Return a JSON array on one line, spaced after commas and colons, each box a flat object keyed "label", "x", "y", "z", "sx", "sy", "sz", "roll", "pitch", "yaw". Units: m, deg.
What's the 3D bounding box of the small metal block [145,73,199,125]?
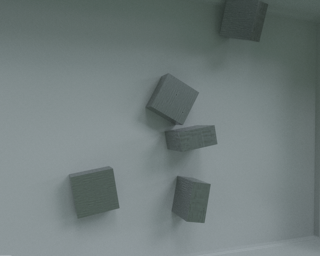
[{"label": "small metal block", "x": 0.017, "y": -0.038, "z": 0.416, "sx": 0.050, "sy": 0.025, "sz": 0.050, "roll": 30, "pitch": 80, "yaw": -18}]

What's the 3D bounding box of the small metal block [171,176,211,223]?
[{"label": "small metal block", "x": 0.040, "y": 0.094, "z": 0.412, "sx": 0.025, "sy": 0.050, "sz": 0.050, "roll": 11, "pitch": 86, "yaw": -20}]

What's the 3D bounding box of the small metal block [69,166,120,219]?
[{"label": "small metal block", "x": -0.081, "y": 0.078, "z": 0.381, "sx": 0.050, "sy": 0.025, "sz": 0.050, "roll": -10, "pitch": 94, "yaw": -20}]

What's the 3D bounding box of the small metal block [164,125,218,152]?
[{"label": "small metal block", "x": 0.040, "y": 0.013, "z": 0.412, "sx": 0.050, "sy": 0.050, "sz": 0.025, "roll": -11, "pitch": 94, "yaw": -20}]

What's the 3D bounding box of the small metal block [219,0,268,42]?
[{"label": "small metal block", "x": 0.115, "y": -0.149, "z": 0.429, "sx": 0.025, "sy": 0.050, "sz": 0.050, "roll": -6, "pitch": 112, "yaw": -43}]
